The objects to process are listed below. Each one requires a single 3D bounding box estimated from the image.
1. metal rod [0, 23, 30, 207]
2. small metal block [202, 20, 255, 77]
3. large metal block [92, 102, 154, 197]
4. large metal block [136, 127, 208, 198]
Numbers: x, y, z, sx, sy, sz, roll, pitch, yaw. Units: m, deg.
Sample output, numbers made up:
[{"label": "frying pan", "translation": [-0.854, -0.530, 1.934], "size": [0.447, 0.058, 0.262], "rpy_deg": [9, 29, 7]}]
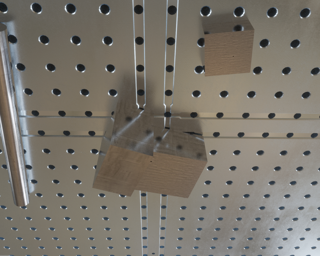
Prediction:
[{"label": "metal rod", "translation": [-0.199, 0.007, 0.414], "size": [0.025, 0.025, 0.298], "rpy_deg": [8, 130, -7]}, {"label": "small metal block", "translation": [0.073, -0.087, 0.339], "size": [0.050, 0.025, 0.050], "rpy_deg": [-5, 130, 3]}, {"label": "large metal block", "translation": [-0.046, 0.028, 0.398], "size": [0.050, 0.080, 0.079], "rpy_deg": [17, 128, -14]}, {"label": "large metal block", "translation": [0.012, 0.049, 0.437], "size": [0.081, 0.050, 0.079], "rpy_deg": [11, 129, -10]}]
